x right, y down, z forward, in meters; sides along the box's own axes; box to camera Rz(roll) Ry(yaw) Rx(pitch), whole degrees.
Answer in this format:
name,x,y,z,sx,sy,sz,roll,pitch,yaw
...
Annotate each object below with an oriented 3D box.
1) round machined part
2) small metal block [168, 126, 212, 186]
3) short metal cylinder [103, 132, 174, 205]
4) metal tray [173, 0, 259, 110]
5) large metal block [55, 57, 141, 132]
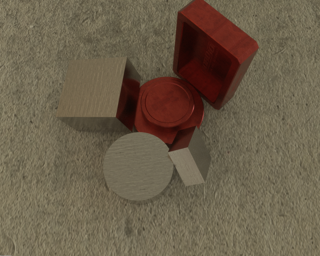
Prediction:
name,x,y,z,sx,sy,sz,roll,pitch,yaw
round machined part,0.009,-0.026,0.411,0.099,0.042,0.098,0,70,-1
small metal block,0.037,0.033,0.373,0.025,0.050,0.050,-17,112,26
short metal cylinder,-0.025,0.051,0.378,0.081,0.050,0.080,0,70,0
metal tray,0.060,-0.084,0.384,0.030,0.130,0.090,-43,76,-14
large metal block,-0.076,-0.041,0.397,0.080,0.050,0.080,1,69,18
